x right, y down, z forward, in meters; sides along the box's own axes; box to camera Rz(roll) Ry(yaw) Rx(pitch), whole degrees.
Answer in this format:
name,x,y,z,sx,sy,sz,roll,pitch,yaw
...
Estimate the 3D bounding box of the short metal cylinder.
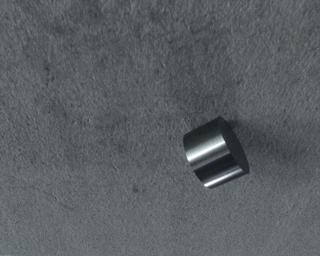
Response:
name,x,y,z,sx,sy,sz,roll,pitch,yaw
short metal cylinder,0.073,0.032,0.399,0.050,0.080,0.080,-29,125,22
